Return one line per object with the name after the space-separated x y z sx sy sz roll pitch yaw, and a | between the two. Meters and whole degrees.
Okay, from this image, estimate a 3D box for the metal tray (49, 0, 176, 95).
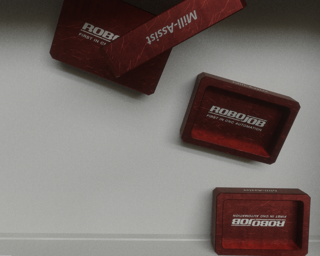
-0.053 -0.104 0.370 0.131 0.030 0.089 21 109 -8 | metal tray

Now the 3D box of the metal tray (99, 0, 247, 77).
0.010 -0.101 0.306 0.130 0.090 0.030 -27 108 9 | metal tray

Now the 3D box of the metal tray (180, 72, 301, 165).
0.101 -0.011 0.404 0.131 0.030 0.089 15 109 -6 | metal tray

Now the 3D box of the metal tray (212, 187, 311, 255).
0.143 0.134 0.445 0.131 0.030 0.089 1 94 0 | metal tray
